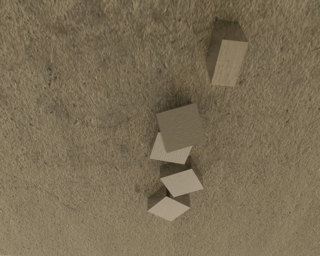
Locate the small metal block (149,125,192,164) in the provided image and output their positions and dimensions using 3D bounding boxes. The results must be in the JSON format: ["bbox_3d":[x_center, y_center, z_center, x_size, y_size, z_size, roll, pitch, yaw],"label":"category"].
[{"bbox_3d":[0.016,0.020,0.424,0.050,0.025,0.050,11,129,-9],"label":"small metal block"}]

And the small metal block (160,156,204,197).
[{"bbox_3d":[0.033,0.075,0.471,0.050,0.025,0.050,-20,128,16],"label":"small metal block"}]

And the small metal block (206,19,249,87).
[{"bbox_3d":[0.068,-0.079,0.324,0.025,0.050,0.050,5,130,-4],"label":"small metal block"}]

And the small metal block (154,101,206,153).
[{"bbox_3d":[0.024,-0.002,0.385,0.050,0.025,0.050,-16,101,-5],"label":"small metal block"}]

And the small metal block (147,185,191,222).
[{"bbox_3d":[0.014,0.125,0.513,0.050,0.025,0.050,31,124,-24],"label":"small metal block"}]
